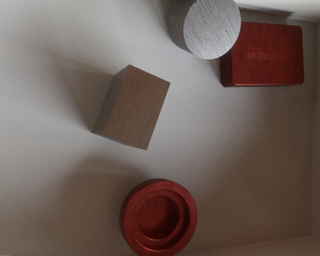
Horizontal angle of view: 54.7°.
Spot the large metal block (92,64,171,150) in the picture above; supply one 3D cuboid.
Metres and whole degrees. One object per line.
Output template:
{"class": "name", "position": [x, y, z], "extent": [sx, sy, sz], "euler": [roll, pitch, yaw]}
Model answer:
{"class": "large metal block", "position": [-0.037, -0.022, 0.368], "extent": [0.050, 0.080, 0.080], "euler": [22, 83, -19]}

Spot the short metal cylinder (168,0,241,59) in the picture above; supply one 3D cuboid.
{"class": "short metal cylinder", "position": [0.057, -0.135, 0.404], "extent": [0.081, 0.050, 0.079], "euler": [-10, 118, -19]}

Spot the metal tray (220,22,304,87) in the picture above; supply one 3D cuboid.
{"class": "metal tray", "position": [0.154, -0.108, 0.467], "extent": [0.131, 0.030, 0.089], "euler": [-4, 91, -20]}

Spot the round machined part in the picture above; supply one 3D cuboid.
{"class": "round machined part", "position": [-0.005, 0.114, 0.401], "extent": [0.099, 0.042, 0.097], "euler": [0, 90, -21]}
